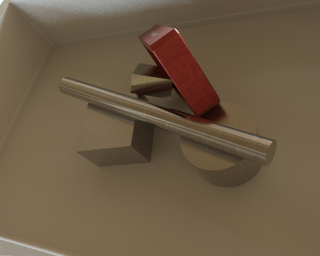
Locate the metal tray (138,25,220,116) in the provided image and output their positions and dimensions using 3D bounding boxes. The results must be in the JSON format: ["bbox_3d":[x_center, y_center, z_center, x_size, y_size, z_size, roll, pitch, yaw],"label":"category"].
[{"bbox_3d":[0.018,-0.073,0.365,0.030,0.090,0.130,-35,22,4],"label":"metal tray"}]

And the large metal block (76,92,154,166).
[{"bbox_3d":[-0.056,0.002,0.415,0.080,0.050,0.080,-7,59,24],"label":"large metal block"}]

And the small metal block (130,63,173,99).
[{"bbox_3d":[-0.008,-0.062,0.401,0.050,0.025,0.050,9,27,3],"label":"small metal block"}]

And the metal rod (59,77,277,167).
[{"bbox_3d":[-0.018,-0.019,0.358,0.300,0.025,0.025,20,72,35],"label":"metal rod"}]

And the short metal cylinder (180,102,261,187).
[{"bbox_3d":[0.069,0.018,0.340,0.080,0.050,0.080,-13,56,20],"label":"short metal cylinder"}]
